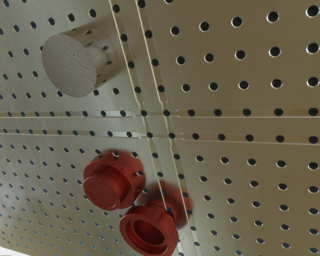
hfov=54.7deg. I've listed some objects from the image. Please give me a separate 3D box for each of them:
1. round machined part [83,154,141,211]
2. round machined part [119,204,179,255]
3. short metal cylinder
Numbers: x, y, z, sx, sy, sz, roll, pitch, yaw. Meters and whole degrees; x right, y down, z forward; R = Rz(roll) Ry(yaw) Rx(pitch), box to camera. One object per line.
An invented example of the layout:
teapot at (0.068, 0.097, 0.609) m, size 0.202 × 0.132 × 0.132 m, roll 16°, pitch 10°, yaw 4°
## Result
round machined part at (-0.084, 0.095, 0.504) m, size 0.098 × 0.042 × 0.097 m, roll 13°, pitch 124°, yaw 21°
round machined part at (-0.014, 0.165, 0.510) m, size 0.098 × 0.042 × 0.097 m, roll 13°, pitch 124°, yaw 21°
short metal cylinder at (-0.101, -0.085, 0.395) m, size 0.080 × 0.050 × 0.079 m, roll 13°, pitch 124°, yaw 21°
